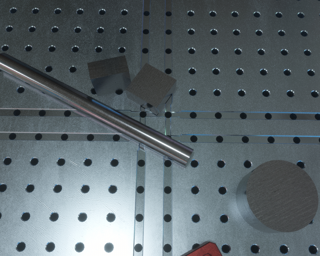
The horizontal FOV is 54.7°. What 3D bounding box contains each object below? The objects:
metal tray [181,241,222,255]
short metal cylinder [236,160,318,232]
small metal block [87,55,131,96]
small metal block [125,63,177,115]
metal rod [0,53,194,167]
[{"bbox_3d":[0.023,0.196,0.337,0.131,0.030,0.090,-26,72,-10],"label":"metal tray"},{"bbox_3d":[0.137,0.083,0.370,0.081,0.050,0.080,0,70,-1],"label":"short metal cylinder"},{"bbox_3d":[-0.067,-0.070,0.423,0.050,0.050,0.025,-13,71,-5],"label":"small metal block"},{"bbox_3d":[-0.012,-0.055,0.432,0.050,0.025,0.050,31,73,10],"label":"small metal block"},{"bbox_3d":[-0.095,-0.029,0.421,0.301,0.025,0.025,27,72,9],"label":"metal rod"}]
